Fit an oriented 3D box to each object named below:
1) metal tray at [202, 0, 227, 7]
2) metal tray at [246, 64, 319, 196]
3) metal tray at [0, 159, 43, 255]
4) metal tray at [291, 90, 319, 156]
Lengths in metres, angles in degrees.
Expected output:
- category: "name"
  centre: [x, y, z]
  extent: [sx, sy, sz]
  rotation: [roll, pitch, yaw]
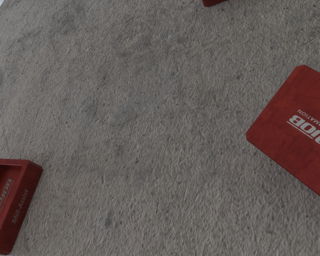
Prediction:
- category: "metal tray"
  centre: [0.126, -0.252, 0.489]
  extent: [0.130, 0.030, 0.090]
  rotation: [-13, 56, 21]
- category: "metal tray"
  centre: [0.157, 0.012, 0.282]
  extent: [0.130, 0.030, 0.090]
  rotation: [43, 106, 33]
- category: "metal tray"
  centre: [-0.237, 0.111, 0.456]
  extent: [0.090, 0.030, 0.130]
  rotation: [-1, 61, 27]
- category: "metal tray"
  centre: [0.209, -0.017, 0.302]
  extent: [0.130, 0.030, 0.090]
  rotation: [-29, 52, 9]
